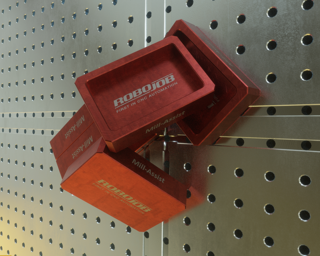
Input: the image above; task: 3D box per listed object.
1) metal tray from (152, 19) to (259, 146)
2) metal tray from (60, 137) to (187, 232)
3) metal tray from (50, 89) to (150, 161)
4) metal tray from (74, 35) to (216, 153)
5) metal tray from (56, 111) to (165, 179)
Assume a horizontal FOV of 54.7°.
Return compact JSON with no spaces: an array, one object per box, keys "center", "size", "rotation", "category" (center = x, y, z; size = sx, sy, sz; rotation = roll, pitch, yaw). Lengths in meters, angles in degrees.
[{"center":[0.041,-0.054,0.369],"size":[0.090,0.030,0.130],"rotation":[-51,61,27],"category":"metal tray"},{"center":[-0.042,0.073,0.382],"size":[0.090,0.130,0.030],"rotation":[-39,25,33],"category":"metal tray"},{"center":[-0.080,-0.001,0.430],"size":[0.130,0.091,0.030],"rotation":[-39,66,32],"category":"metal tray"},{"center":[-0.016,-0.041,0.347],"size":[0.131,0.030,0.090],"rotation":[-27,66,-11],"category":"metal tray"},{"center":[-0.067,0.024,0.418],"size":[0.130,0.091,0.030],"rotation":[-39,66,32],"category":"metal tray"}]
